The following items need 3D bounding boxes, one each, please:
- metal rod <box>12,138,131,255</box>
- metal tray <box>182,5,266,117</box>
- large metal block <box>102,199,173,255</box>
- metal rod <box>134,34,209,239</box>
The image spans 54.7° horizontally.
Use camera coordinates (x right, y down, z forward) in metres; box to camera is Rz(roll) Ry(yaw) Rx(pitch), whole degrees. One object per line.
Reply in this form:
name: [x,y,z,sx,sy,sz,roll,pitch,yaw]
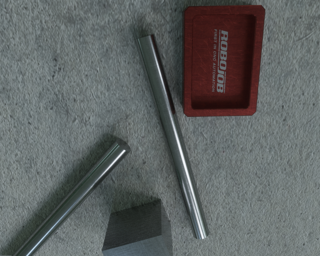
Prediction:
metal rod: [-0.148,0.129,0.455,0.025,0.025,0.299,40,105,-14]
metal tray: [0.073,-0.080,0.378,0.091,0.030,0.129,-1,110,0]
large metal block: [-0.029,0.154,0.437,0.080,0.080,0.050,-17,109,6]
metal rod: [0.022,0.025,0.419,0.025,0.025,0.298,-15,110,5]
